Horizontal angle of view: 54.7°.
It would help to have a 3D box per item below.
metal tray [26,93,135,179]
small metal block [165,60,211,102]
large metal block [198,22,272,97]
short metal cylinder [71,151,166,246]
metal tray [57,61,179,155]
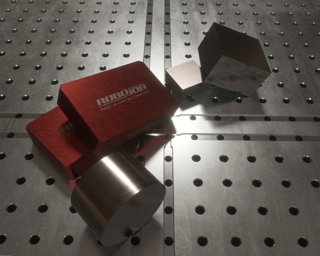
[{"bbox_3d":[-0.092,-0.005,0.407,0.090,0.030,0.131,37,59,26],"label":"metal tray"},{"bbox_3d":[0.042,-0.072,0.469,0.050,0.025,0.050,-23,54,-18],"label":"small metal block"},{"bbox_3d":[0.108,-0.102,0.461,0.081,0.050,0.080,14,47,-19],"label":"large metal block"},{"bbox_3d":[-0.041,0.070,0.312,0.080,0.080,0.050,-34,58,-26],"label":"short metal cylinder"},{"bbox_3d":[-0.050,-0.032,0.396,0.131,0.030,0.090,-27,71,-37],"label":"metal tray"}]
